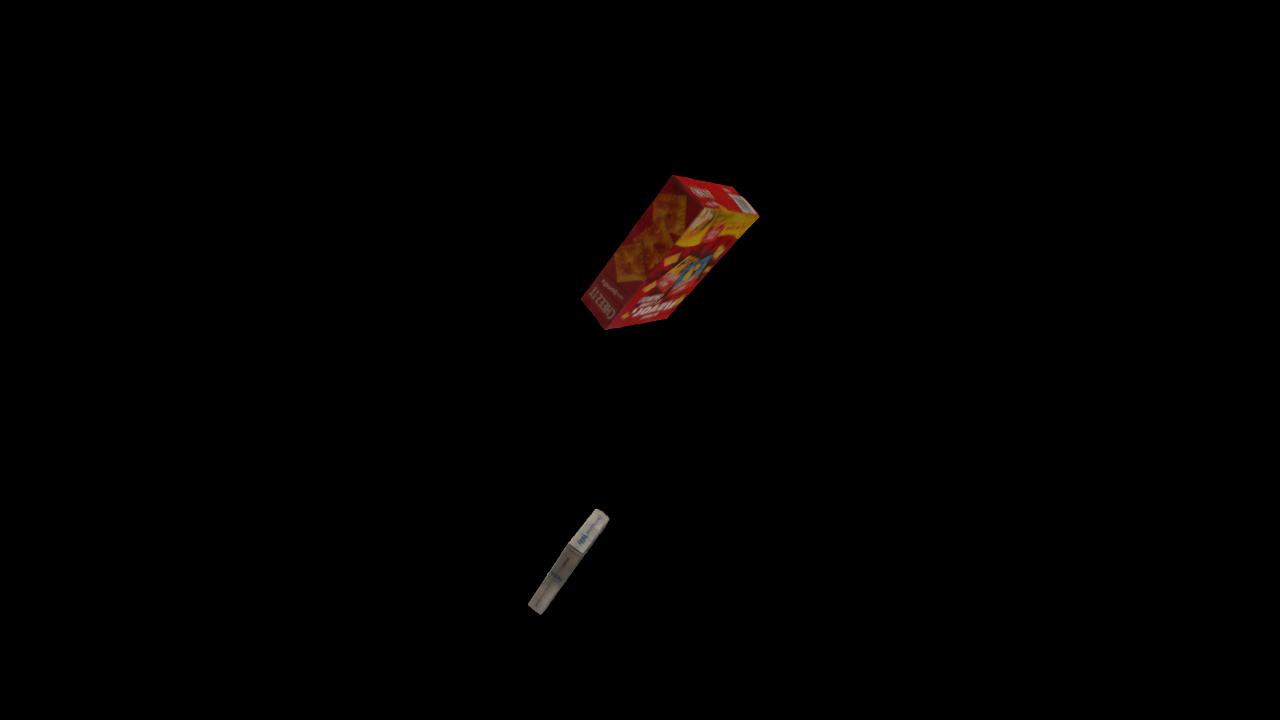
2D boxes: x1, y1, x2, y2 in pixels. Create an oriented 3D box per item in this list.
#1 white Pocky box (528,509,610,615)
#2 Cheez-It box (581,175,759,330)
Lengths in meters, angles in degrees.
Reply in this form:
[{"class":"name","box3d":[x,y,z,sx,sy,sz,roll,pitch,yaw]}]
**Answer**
[{"class":"white Pocky box","box3d":[-0.100,0.282,0.859,0.028,0.154,0.084,36,32,6]},{"class":"Cheez-It box","box3d":[0.042,-0.144,0.857,0.166,0.071,0.223,-14,-29,-54]}]
